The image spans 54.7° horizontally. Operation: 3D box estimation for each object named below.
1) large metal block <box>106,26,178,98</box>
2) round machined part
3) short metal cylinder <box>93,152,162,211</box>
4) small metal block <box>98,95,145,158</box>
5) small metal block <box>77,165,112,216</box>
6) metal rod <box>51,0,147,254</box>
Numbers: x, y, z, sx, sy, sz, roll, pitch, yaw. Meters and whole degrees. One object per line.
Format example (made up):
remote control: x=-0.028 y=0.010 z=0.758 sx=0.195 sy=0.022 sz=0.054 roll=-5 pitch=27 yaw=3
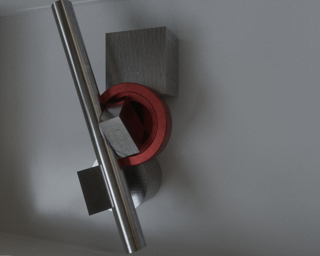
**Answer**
large metal block: x=-0.022 y=-0.080 z=0.401 sx=0.080 sy=0.050 sz=0.079 roll=0 pitch=90 yaw=19
round machined part: x=-0.032 y=-0.005 z=0.379 sx=0.098 sy=0.042 sz=0.097 roll=0 pitch=90 yaw=19
short metal cylinder: x=-0.044 y=0.066 z=0.411 sx=0.080 sy=0.050 sz=0.079 roll=0 pitch=90 yaw=19
small metal block: x=-0.043 y=-0.002 z=0.359 sx=0.025 sy=0.050 sz=0.050 roll=-19 pitch=119 yaw=15
small metal block: x=-0.078 y=0.073 z=0.366 sx=0.025 sy=0.050 sz=0.050 roll=-16 pitch=83 yaw=-14
metal rod: x=-0.073 y=-0.007 z=0.359 sx=0.025 sy=0.025 sz=0.299 roll=-20 pitch=84 yaw=18
